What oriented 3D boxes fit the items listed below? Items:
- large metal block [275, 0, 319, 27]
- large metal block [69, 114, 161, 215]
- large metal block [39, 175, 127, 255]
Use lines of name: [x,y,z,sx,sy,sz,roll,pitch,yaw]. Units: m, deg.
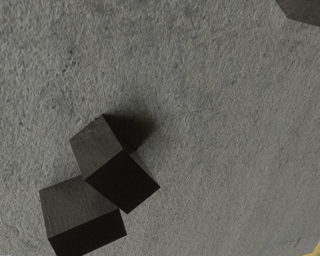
large metal block: [0.199,-0.173,0.373,0.050,0.080,0.080,32,101,-38]
large metal block: [-0.054,0.042,0.367,0.050,0.080,0.080,-39,129,-2]
large metal block: [-0.096,0.105,0.383,0.081,0.080,0.050,-20,126,-17]
